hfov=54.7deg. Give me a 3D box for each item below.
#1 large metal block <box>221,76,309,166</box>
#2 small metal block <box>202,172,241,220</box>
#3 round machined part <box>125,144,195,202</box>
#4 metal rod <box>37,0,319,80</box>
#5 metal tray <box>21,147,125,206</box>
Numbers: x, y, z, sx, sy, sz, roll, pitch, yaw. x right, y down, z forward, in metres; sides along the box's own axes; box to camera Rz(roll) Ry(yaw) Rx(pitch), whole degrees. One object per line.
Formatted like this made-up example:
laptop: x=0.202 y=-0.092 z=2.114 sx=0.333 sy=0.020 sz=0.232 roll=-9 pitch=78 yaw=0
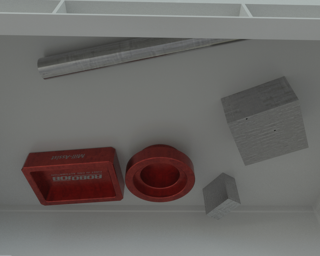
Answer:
large metal block: x=0.131 y=-0.007 z=0.389 sx=0.080 sy=0.050 sz=0.080 roll=-19 pitch=128 yaw=15
small metal block: x=0.095 y=0.107 z=0.485 sx=0.025 sy=0.050 sz=0.050 roll=28 pitch=125 yaw=-22
round machined part: x=0.000 y=0.062 z=0.451 sx=0.099 sy=0.042 sz=0.097 roll=-1 pitch=130 yaw=0
metal rod: x=0.016 y=-0.091 z=0.331 sx=0.301 sy=0.025 sz=0.025 roll=-10 pitch=130 yaw=7
metal tray: x=-0.126 y=0.075 z=0.467 sx=0.131 sy=0.030 sz=0.089 roll=-5 pitch=130 yaw=3
